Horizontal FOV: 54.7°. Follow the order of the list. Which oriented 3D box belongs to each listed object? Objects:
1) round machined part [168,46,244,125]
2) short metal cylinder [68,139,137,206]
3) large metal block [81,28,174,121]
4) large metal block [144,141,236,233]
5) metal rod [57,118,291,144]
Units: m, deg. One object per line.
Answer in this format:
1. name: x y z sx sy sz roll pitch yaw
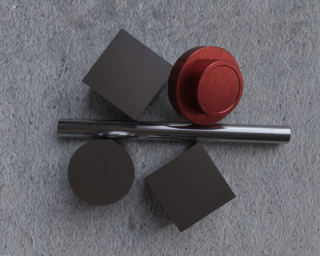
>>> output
1. round machined part: 0.062 -0.050 0.380 0.099 0.042 0.097 -8 108 -26
2. short metal cylinder: -0.071 0.054 0.398 0.081 0.050 0.079 0 90 -1
3. large metal block: -0.038 -0.065 0.396 0.080 0.050 0.080 37 90 -1
4. large metal block: 0.037 0.072 0.399 0.080 0.050 0.080 -33 90 0
5. metal rod: 0.019 0.004 0.412 0.302 0.025 0.025 2 90 -1
